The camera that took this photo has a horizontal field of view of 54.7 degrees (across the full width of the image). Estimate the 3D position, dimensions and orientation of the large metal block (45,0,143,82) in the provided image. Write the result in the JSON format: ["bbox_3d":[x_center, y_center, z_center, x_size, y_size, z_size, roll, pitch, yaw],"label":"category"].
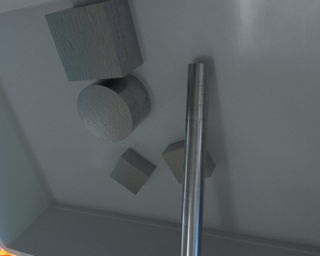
[{"bbox_3d":[-0.075,-0.104,0.366,0.080,0.050,0.080,1,119,27],"label":"large metal block"}]

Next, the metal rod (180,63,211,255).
[{"bbox_3d":[0.038,0.078,0.358,0.025,0.025,0.298,5,96,25],"label":"metal rod"}]

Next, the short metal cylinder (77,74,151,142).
[{"bbox_3d":[-0.059,-0.028,0.405,0.080,0.050,0.079,13,124,20],"label":"short metal cylinder"}]

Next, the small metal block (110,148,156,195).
[{"bbox_3d":[-0.042,0.066,0.470,0.050,0.025,0.050,36,129,4],"label":"small metal block"}]

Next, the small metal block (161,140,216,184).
[{"bbox_3d":[0.038,0.043,0.414,0.050,0.025,0.050,-21,108,35],"label":"small metal block"}]
